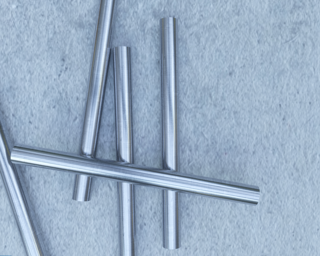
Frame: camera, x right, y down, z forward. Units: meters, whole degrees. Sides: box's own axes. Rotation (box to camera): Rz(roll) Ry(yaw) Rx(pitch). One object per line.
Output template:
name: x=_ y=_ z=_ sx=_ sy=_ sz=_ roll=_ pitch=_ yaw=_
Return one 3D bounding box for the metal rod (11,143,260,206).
metal rod: x=-0.029 y=0.058 z=0.383 sx=0.302 sy=0.025 sz=0.025 roll=10 pitch=90 yaw=-1

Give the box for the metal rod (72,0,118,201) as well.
metal rod: x=-0.083 y=-0.054 z=0.408 sx=0.025 sy=0.025 sz=0.298 roll=8 pitch=90 yaw=-1

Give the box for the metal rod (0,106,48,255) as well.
metal rod: x=-0.188 y=0.086 z=0.407 sx=0.025 sy=0.025 sz=0.298 roll=-18 pitch=90 yaw=0

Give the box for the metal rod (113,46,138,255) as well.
metal rod: x=-0.046 y=0.044 z=0.409 sx=0.025 sy=0.025 sz=0.298 roll=-2 pitch=90 yaw=-1

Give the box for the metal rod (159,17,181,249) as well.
metal rod: x=0.014 y=0.007 z=0.410 sx=0.025 sy=0.025 sz=0.298 roll=-1 pitch=90 yaw=-1
